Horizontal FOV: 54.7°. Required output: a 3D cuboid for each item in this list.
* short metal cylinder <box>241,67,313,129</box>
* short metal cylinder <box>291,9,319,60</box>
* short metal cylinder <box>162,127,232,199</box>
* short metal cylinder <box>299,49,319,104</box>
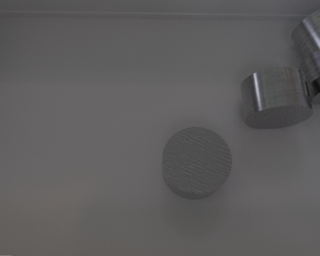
[{"bbox_3d":[0.146,-0.035,0.394,0.081,0.080,0.050,-2,70,-1],"label":"short metal cylinder"},{"bbox_3d":[0.232,-0.126,0.428,0.080,0.080,0.050,-18,71,-6],"label":"short metal cylinder"},{"bbox_3d":[0.043,0.044,0.380,0.081,0.050,0.080,0,70,0],"label":"short metal cylinder"},{"bbox_3d":[0.234,-0.072,0.408,0.081,0.080,0.050,-11,71,-4],"label":"short metal cylinder"}]
